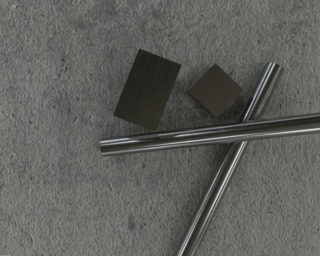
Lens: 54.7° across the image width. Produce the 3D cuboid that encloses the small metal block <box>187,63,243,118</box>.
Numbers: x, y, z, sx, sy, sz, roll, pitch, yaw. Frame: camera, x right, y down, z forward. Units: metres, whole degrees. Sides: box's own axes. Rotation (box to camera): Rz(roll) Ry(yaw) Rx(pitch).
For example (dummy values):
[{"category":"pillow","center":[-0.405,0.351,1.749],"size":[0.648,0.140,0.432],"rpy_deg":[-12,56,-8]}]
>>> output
[{"category":"small metal block","center":[0.072,-0.049,0.411],"size":[0.050,0.025,0.050],"rpy_deg":[44,90,-1]}]

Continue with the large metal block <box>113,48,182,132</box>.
[{"category":"large metal block","center":[-0.014,-0.042,0.382],"size":[0.050,0.080,0.080],"rpy_deg":[21,90,-1]}]

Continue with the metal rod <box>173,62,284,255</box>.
[{"category":"metal rod","center":[0.088,0.053,0.411],"size":[0.025,0.025,0.299],"rpy_deg":[26,90,-1]}]

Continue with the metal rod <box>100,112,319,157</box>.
[{"category":"metal rod","center":[0.074,0.008,0.390],"size":[0.301,0.025,0.025],"rpy_deg":[-7,90,7]}]
